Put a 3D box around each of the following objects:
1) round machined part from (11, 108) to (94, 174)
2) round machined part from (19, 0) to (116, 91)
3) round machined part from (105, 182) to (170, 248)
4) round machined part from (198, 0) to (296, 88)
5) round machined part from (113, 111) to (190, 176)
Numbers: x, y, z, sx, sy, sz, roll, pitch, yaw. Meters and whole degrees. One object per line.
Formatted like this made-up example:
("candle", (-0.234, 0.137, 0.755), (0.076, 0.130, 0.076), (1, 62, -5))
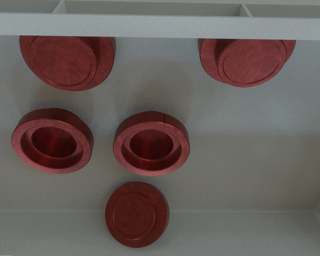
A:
("round machined part", (-0.136, 0.013, 0.407), (0.099, 0.042, 0.097), (-1, 130, 0))
("round machined part", (-0.099, -0.079, 0.329), (0.099, 0.042, 0.097), (-1, 130, 0))
("round machined part", (-0.037, 0.132, 0.471), (0.098, 0.098, 0.042), (-11, 169, 8))
("round machined part", (0.091, -0.080, 0.321), (0.099, 0.042, 0.097), (-1, 140, -1))
("round machined part", (-0.011, 0.016, 0.412), (0.099, 0.042, 0.097), (-1, 130, 0))
